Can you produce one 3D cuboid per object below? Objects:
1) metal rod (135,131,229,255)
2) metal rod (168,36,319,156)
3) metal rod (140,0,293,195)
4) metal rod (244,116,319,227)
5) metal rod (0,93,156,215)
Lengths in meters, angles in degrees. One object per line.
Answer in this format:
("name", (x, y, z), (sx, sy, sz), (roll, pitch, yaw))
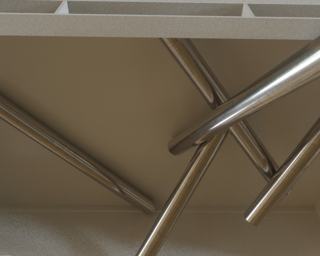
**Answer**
("metal rod", (0.022, 0.100, 0.414), (0.025, 0.025, 0.299), (25, 101, -20))
("metal rod", (0.076, -0.019, 0.303), (0.025, 0.025, 0.299), (19, 156, -15))
("metal rod", (0.080, -0.016, 0.360), (0.025, 0.025, 0.300), (-30, 119, 23))
("metal rod", (0.192, -0.001, 0.358), (0.025, 0.025, 0.298), (23, 110, -19))
("metal rod", (-0.113, 0.048, 0.448), (0.025, 0.025, 0.300), (-33, 123, 25))
